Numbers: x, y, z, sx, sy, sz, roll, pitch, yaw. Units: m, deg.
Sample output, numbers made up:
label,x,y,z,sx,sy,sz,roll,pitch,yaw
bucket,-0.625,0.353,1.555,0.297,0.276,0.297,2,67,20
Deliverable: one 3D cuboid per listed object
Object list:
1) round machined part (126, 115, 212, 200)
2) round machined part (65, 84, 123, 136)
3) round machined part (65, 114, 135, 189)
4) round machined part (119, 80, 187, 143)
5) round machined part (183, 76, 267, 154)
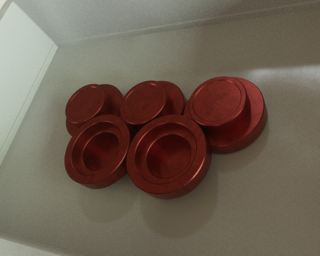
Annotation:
label,x,y,z,sx,sy,sz,roll,pitch,yaw
round machined part,0.013,0.036,0.363,0.098,0.042,0.098,-13,56,21
round machined part,-0.100,-0.027,0.460,0.098,0.042,0.098,-13,56,20
round machined part,-0.073,0.034,0.410,0.098,0.042,0.098,-13,56,21
round machined part,-0.014,-0.024,0.414,0.098,0.042,0.098,-14,55,21
round machined part,0.072,-0.022,0.367,0.098,0.042,0.098,-14,55,21
